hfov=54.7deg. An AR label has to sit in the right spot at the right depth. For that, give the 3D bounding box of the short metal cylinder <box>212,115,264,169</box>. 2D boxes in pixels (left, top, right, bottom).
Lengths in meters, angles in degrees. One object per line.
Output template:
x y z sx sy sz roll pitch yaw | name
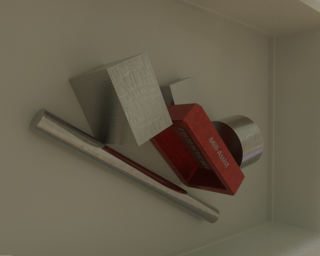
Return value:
0.104 0.024 0.458 0.050 0.080 0.079 -15 100 -38 | short metal cylinder

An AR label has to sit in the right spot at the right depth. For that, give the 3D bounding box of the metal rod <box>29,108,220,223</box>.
-0.020 0.063 0.390 0.301 0.025 0.025 35 68 -35 | metal rod

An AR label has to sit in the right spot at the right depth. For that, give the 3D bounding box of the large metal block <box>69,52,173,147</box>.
-0.043 -0.029 0.334 0.050 0.080 0.080 -33 111 -35 | large metal block

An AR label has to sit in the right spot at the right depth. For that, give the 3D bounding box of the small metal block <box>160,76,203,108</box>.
0.029 -0.040 0.430 0.050 0.025 0.050 -26 106 -37 | small metal block

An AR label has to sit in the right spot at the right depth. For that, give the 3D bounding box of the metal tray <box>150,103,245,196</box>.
0.040 0.029 0.397 0.030 0.090 0.130 -52 121 -28 | metal tray
